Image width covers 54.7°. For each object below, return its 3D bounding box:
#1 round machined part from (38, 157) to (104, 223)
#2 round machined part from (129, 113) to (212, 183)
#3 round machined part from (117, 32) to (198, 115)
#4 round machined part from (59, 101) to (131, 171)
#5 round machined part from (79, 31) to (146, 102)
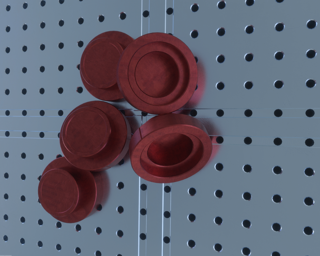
[{"bbox_3d":[-0.136,0.090,0.450,0.098,0.042,0.097,0,90,19],"label":"round machined part"},{"bbox_3d":[0.011,0.020,0.380,0.098,0.098,0.042,-35,39,16],"label":"round machined part"},{"bbox_3d":[-0.006,-0.066,0.389,0.099,0.042,0.097,-2,96,-16],"label":"round machined part"},{"bbox_3d":[-0.092,0.009,0.422,0.098,0.042,0.098,-3,76,11],"label":"round machined part"},{"bbox_3d":[-0.069,-0.086,0.427,0.098,0.042,0.097,0,90,19],"label":"round machined part"}]
